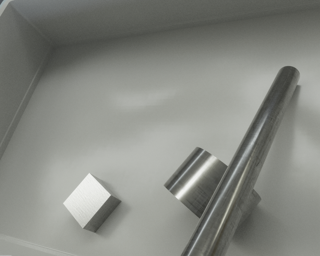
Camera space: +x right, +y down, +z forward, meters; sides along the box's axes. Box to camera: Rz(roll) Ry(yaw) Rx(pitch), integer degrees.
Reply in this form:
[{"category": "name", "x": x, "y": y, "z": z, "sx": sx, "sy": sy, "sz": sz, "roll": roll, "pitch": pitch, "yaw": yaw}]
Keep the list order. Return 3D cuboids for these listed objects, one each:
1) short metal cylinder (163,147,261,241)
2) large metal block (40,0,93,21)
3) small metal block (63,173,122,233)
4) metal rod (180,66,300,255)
[{"category": "short metal cylinder", "x": 0.050, "y": 0.064, "z": 0.304, "sx": 0.050, "sy": 0.080, "sz": 0.080, "roll": -49, "pitch": 52, "yaw": -6}, {"category": "large metal block", "x": -0.194, "y": -0.278, "z": 0.661, "sx": 0.080, "sy": 0.050, "sz": 0.080, "roll": 12, "pitch": 67, "yaw": 32}, {"category": "small metal block", "x": -0.086, "y": 0.094, "z": 0.392, "sx": 0.050, "sy": 0.025, "sz": 0.050, "roll": 34, "pitch": 80, "yaw": 38}, {"category": "metal rod", "x": 0.078, "y": 0.024, "z": 0.267, "sx": 0.025, "sy": 0.025, "sz": 0.301, "roll": 9, "pitch": 40, "yaw": 31}]
